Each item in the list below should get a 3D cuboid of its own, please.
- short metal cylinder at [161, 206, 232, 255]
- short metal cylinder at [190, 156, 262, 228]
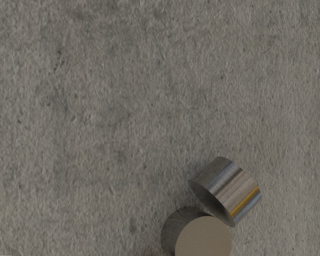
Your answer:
[{"bbox_3d":[0.047,0.151,0.415,0.081,0.050,0.079,0,90,-21],"label":"short metal cylinder"},{"bbox_3d":[0.086,0.084,0.413,0.050,0.080,0.080,-40,103,-16],"label":"short metal cylinder"}]
